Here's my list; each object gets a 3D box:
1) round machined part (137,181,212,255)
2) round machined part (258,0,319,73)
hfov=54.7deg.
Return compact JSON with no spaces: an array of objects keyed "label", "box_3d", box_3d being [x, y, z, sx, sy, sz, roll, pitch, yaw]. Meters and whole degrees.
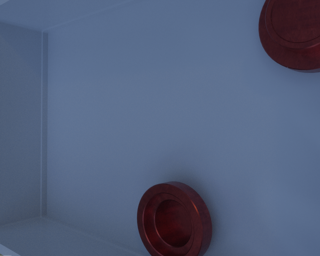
[{"label":"round machined part","box_3d":[0.021,0.114,0.378,0.098,0.042,0.097,0,90,40]},{"label":"round machined part","box_3d":[0.137,-0.102,0.283,0.098,0.042,0.097,0,90,40]}]
